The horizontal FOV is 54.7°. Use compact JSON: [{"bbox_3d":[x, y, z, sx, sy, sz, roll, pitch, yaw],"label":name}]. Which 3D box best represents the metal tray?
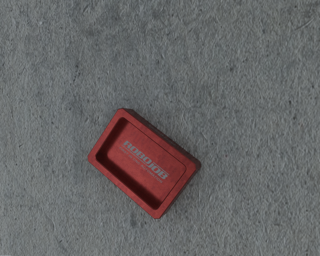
[{"bbox_3d":[-0.023,0.045,0.415,0.130,0.030,0.090,38,102,15],"label":"metal tray"}]
